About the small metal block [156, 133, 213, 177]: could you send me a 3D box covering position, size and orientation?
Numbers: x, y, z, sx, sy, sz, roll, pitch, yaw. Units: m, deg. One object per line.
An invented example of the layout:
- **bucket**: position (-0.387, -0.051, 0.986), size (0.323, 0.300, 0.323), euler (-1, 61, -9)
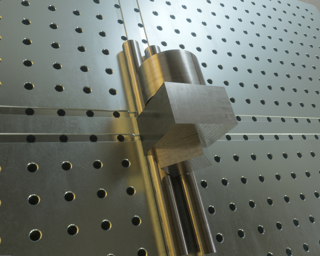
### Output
- **small metal block**: position (0.029, 0.033, 0.360), size (0.050, 0.050, 0.025), euler (46, 27, -62)

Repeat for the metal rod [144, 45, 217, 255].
- **metal rod**: position (0.020, 0.012, 0.415), size (0.025, 0.025, 0.299), euler (1, 61, -28)

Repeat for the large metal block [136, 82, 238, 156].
- **large metal block**: position (0.028, -0.008, 0.363), size (0.081, 0.080, 0.050), euler (0, 62, -29)

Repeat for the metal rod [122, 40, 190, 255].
- **metal rod**: position (-0.012, 0.008, 0.399), size (0.025, 0.025, 0.299), euler (1, 61, -28)

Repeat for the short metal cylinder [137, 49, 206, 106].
- **short metal cylinder**: position (0.016, -0.052, 0.387), size (0.081, 0.080, 0.050), euler (1, 62, -28)
